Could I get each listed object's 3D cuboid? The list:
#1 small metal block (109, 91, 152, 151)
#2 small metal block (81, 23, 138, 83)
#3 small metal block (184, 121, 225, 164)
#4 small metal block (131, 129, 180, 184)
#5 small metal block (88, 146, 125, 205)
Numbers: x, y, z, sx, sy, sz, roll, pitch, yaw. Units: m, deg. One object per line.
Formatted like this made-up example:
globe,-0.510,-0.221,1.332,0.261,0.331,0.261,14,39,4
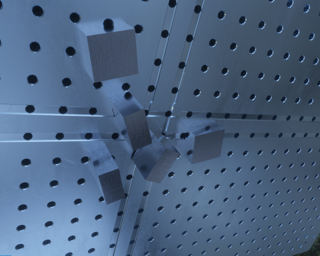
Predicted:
small metal block,-0.035,-0.009,0.372,0.025,0.050,0.050,-23,127,-15
small metal block,-0.053,-0.081,0.333,0.050,0.025,0.050,-16,125,-20
small metal block,0.065,0.022,0.463,0.050,0.025,0.050,-12,124,-23
small metal block,-0.007,0.038,0.416,0.025,0.050,0.050,22,106,-37
small metal block,-0.068,0.060,0.396,0.025,0.050,0.050,-19,126,-18
